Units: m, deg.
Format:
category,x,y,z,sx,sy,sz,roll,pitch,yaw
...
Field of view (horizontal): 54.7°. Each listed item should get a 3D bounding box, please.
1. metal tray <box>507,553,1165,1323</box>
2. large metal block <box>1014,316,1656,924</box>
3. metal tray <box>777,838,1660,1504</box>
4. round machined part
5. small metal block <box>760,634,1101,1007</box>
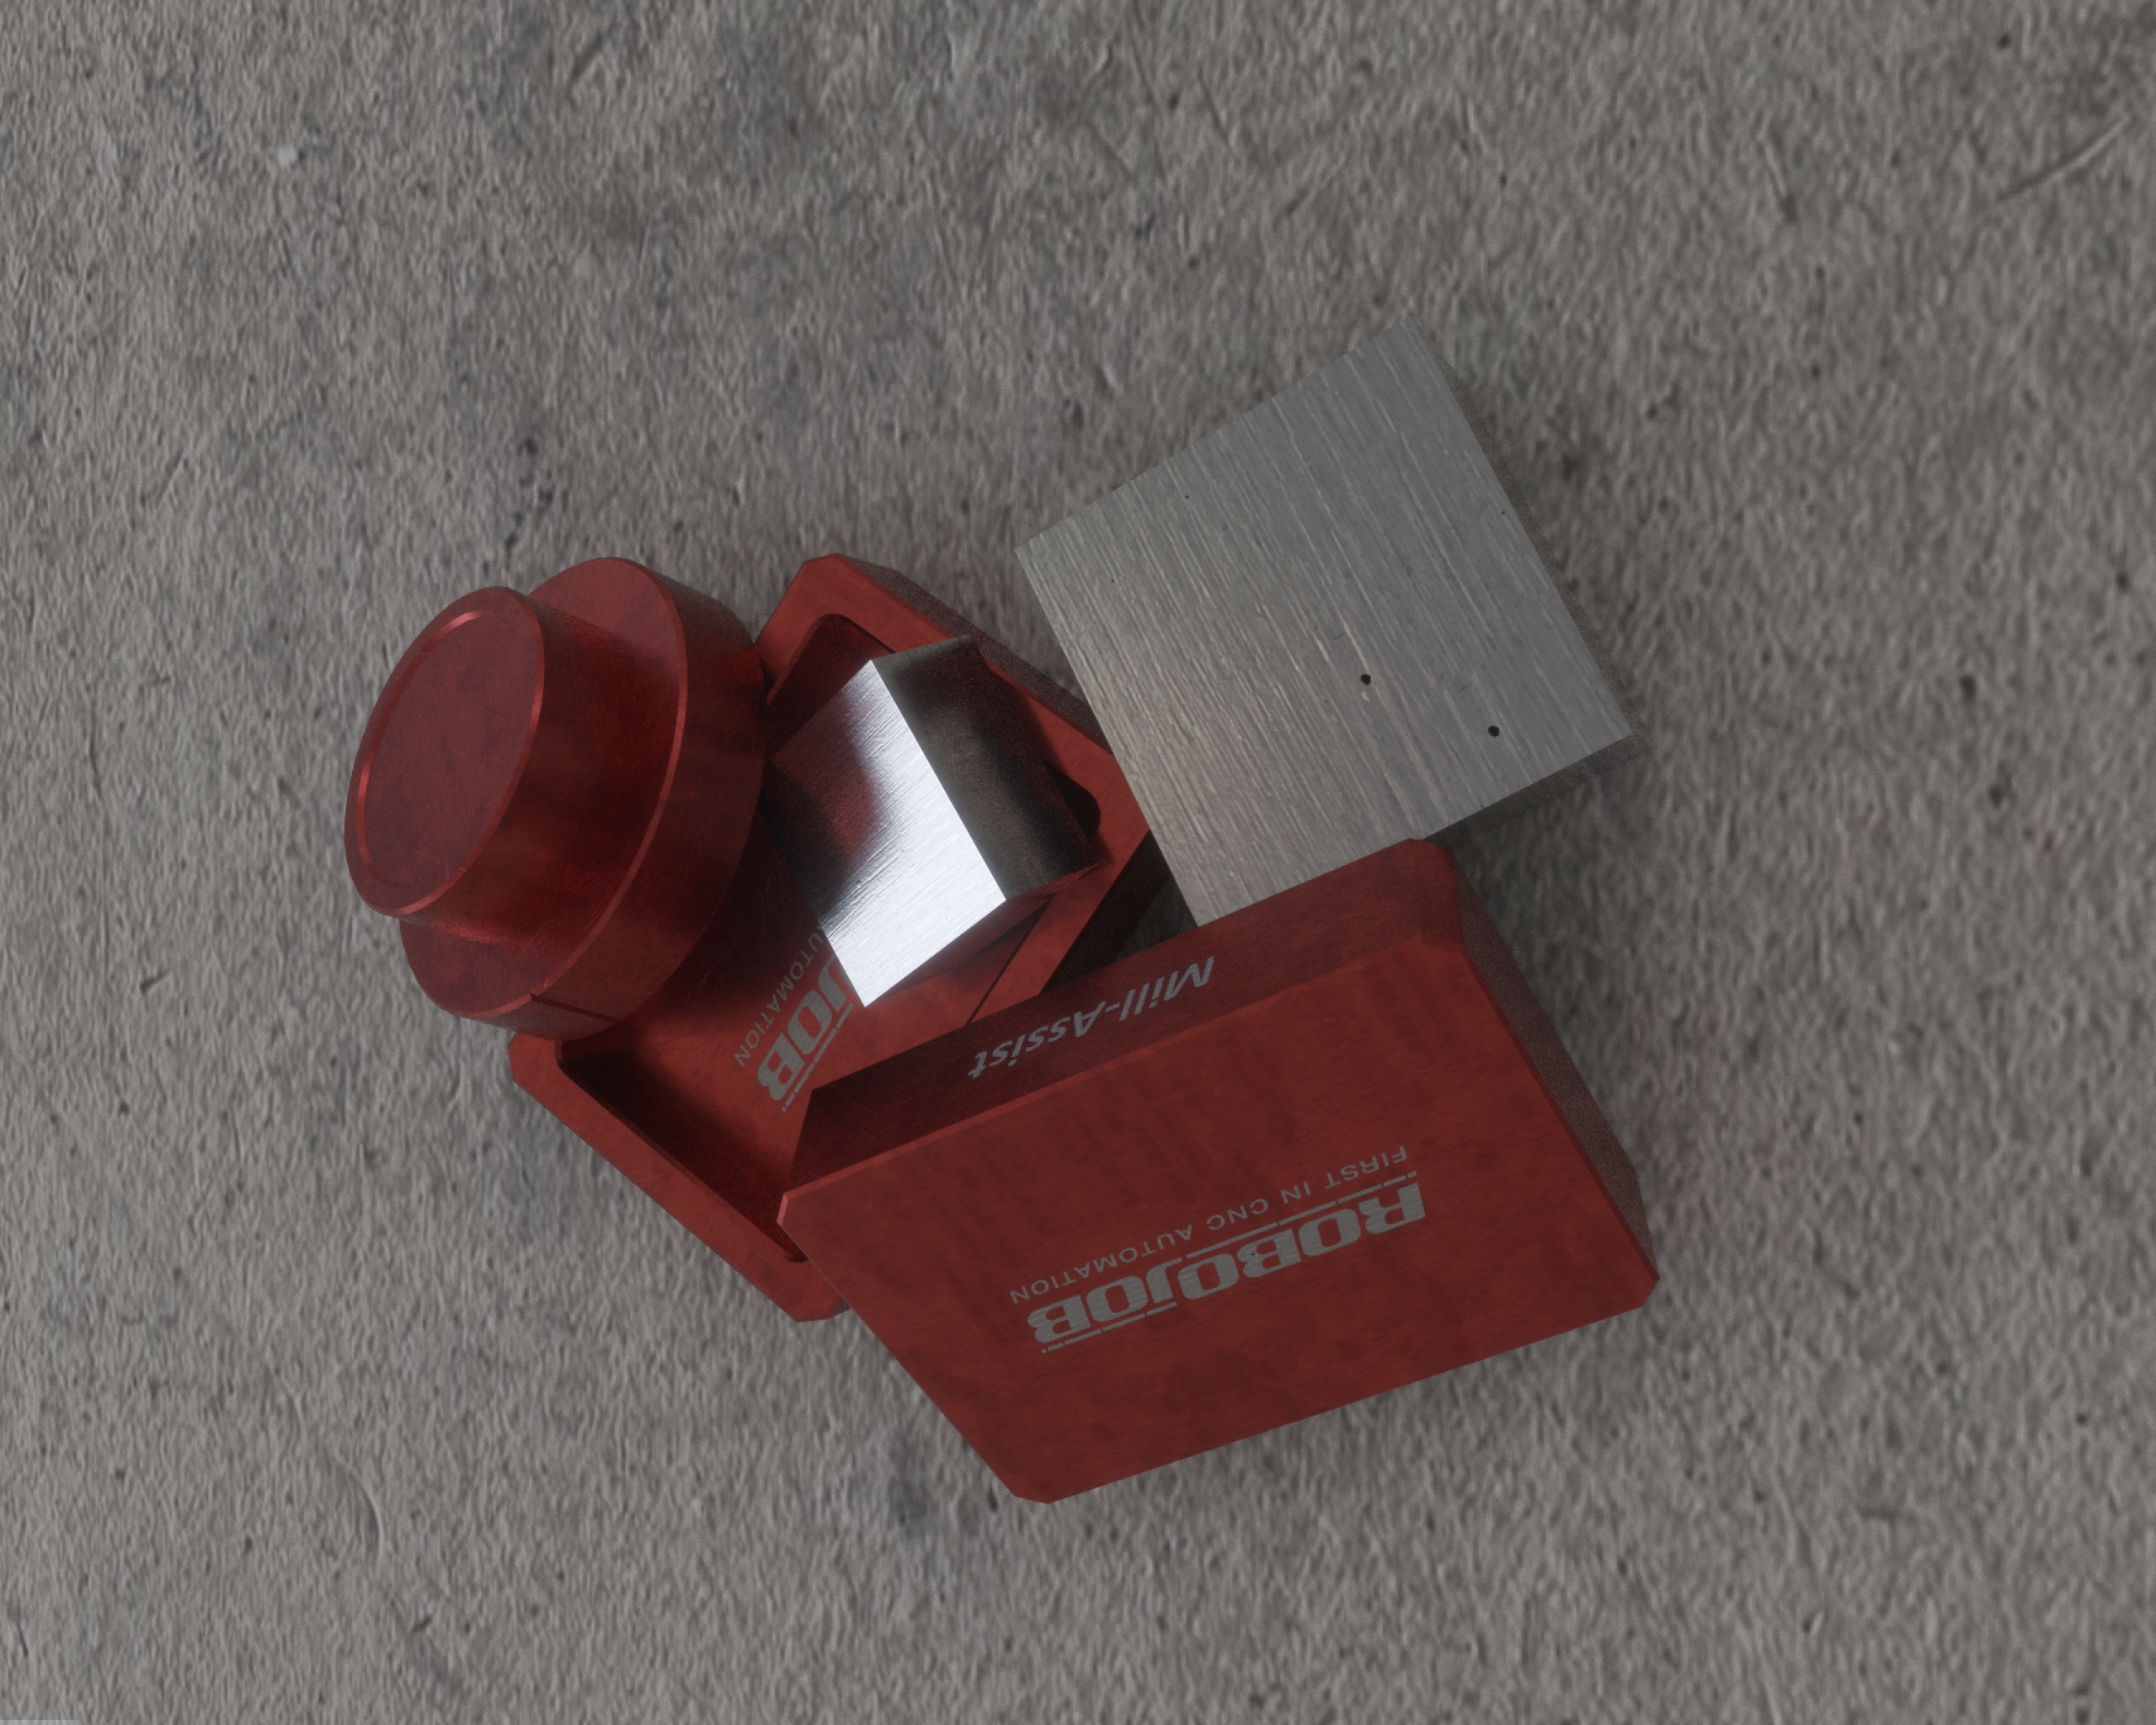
category,x,y,z,sx,sy,sz,roll,pitch,yaw
metal tray,-0.046,0.015,0.423,0.090,0.030,0.129,37,101,16
large metal block,0.048,-0.039,0.380,0.080,0.050,0.080,-28,81,17
metal tray,0.025,0.060,0.374,0.130,0.030,0.090,-24,118,19
round machined part,-0.110,-0.016,0.418,0.098,0.042,0.098,-20,59,38
small metal block,-0.031,-0.008,0.397,0.050,0.025,0.050,-37,79,45
